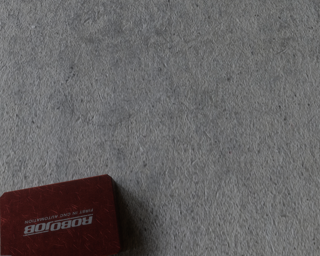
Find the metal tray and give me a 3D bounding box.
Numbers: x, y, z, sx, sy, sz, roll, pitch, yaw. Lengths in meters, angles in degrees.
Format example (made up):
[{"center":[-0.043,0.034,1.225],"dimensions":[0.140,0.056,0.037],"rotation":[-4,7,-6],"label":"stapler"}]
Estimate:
[{"center":[-0.114,0.111,0.364],"dimensions":[0.131,0.030,0.090],"rotation":[-10,70,-4],"label":"metal tray"}]
